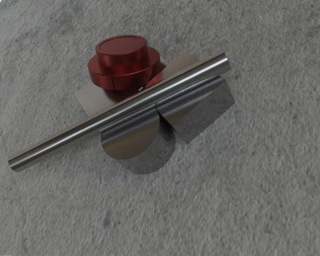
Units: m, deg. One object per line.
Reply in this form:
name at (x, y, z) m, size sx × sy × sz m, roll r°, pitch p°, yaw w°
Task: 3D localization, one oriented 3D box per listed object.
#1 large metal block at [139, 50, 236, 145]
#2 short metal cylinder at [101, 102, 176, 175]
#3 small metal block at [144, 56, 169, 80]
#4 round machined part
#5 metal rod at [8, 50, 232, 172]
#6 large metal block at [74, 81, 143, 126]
large metal block at (0.034, -0.040, 0.395) m, size 0.080 × 0.050 × 0.080 m, roll -41°, pitch 51°, yaw 0°
short metal cylinder at (-0.027, 0.013, 0.393) m, size 0.080 × 0.050 × 0.080 m, roll -13°, pitch 56°, yaw 20°
small metal block at (-0.001, -0.068, 0.445) m, size 0.050 × 0.025 × 0.050 m, roll -40°, pitch 51°, yaw 0°
round machined part at (-0.049, -0.094, 0.420) m, size 0.099 × 0.042 × 0.098 m, roll -4°, pitch 37°, yaw 3°
metal rod at (-0.058, -0.015, 0.379) m, size 0.301 × 0.025 × 0.025 m, roll -25°, pitch 53°, yaw 12°
large metal block at (-0.063, -0.039, 0.443) m, size 0.080 × 0.050 × 0.080 m, roll -41°, pitch 51°, yaw 0°
